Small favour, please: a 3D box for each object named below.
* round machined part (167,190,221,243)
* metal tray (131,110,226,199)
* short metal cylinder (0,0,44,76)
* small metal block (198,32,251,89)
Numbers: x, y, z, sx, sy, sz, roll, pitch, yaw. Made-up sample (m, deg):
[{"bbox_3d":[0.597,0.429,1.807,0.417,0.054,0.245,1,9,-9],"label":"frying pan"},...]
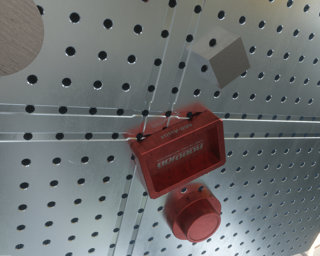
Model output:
[{"bbox_3d":[0.066,0.159,0.537,0.099,0.042,0.097,-14,125,-21],"label":"round machined part"},{"bbox_3d":[0.031,0.039,0.450,0.131,0.030,0.089,-24,127,-14],"label":"metal tray"},{"bbox_3d":[-0.144,-0.090,0.261,0.081,0.050,0.079,-14,125,-21],"label":"short metal cylinder"},{"bbox_3d":[0.085,-0.088,0.405,0.050,0.025,0.050,-37,130,-4],"label":"small metal block"}]
